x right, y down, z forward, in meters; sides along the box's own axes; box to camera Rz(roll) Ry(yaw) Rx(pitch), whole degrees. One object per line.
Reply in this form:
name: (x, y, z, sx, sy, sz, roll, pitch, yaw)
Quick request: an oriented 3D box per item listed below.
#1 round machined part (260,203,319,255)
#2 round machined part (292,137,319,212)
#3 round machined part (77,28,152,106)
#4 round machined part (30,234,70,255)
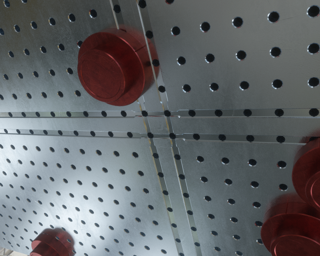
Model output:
round machined part: (0.179, 0.147, 0.396, 0.098, 0.042, 0.097, 13, 124, 21)
round machined part: (0.195, 0.059, 0.334, 0.098, 0.042, 0.097, 13, 124, 21)
round machined part: (-0.063, -0.071, 0.390, 0.098, 0.042, 0.097, 13, 124, 21)
round machined part: (-0.263, 0.299, 0.726, 0.098, 0.042, 0.097, 13, 124, 21)
